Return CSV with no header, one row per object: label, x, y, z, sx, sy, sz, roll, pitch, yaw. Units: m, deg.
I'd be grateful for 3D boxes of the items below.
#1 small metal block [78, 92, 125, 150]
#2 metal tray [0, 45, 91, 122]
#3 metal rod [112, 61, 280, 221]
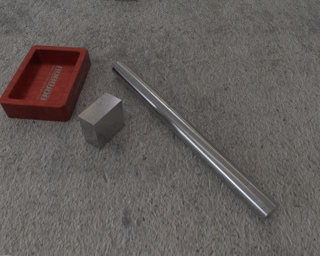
small metal block,-0.072,-0.008,0.394,0.025,0.050,0.050,28,55,21
metal tray,-0.163,-0.070,0.457,0.091,0.030,0.130,4,50,3
metal rod,0.027,-0.002,0.404,0.025,0.025,0.300,-30,56,-23
